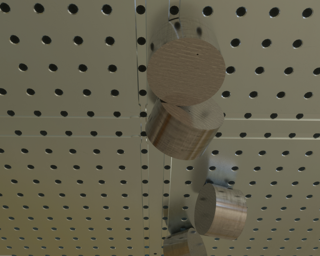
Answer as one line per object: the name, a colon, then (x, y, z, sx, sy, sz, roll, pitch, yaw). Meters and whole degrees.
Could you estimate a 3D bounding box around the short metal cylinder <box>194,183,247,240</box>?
short metal cylinder: (0.093, 0.132, 0.488, 0.050, 0.080, 0.079, 15, 129, -12)

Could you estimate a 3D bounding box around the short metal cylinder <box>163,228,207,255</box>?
short metal cylinder: (0.048, 0.233, 0.574, 0.050, 0.080, 0.080, -26, 126, 20)

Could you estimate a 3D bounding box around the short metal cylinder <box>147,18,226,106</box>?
short metal cylinder: (0.027, -0.070, 0.335, 0.081, 0.050, 0.079, 0, 130, 0)

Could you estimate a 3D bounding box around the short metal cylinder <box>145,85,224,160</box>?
short metal cylinder: (0.029, -0.008, 0.369, 0.081, 0.080, 0.050, 15, 129, -13)
